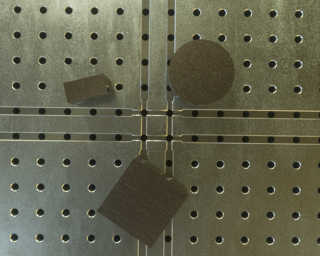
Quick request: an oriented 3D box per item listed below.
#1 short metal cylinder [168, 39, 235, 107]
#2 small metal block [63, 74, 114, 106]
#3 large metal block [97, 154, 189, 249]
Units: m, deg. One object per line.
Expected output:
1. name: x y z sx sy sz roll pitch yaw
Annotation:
1. short metal cylinder: 0.051 -0.068 0.401 0.081 0.050 0.080 0 90 0
2. small metal block: -0.090 -0.048 0.400 0.050 0.050 0.025 -13 90 0
3. large metal block: -0.021 0.091 0.401 0.080 0.050 0.080 35 90 0
